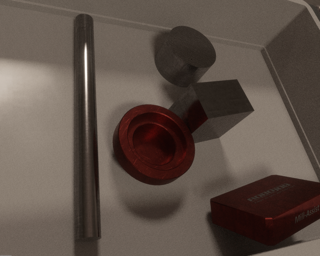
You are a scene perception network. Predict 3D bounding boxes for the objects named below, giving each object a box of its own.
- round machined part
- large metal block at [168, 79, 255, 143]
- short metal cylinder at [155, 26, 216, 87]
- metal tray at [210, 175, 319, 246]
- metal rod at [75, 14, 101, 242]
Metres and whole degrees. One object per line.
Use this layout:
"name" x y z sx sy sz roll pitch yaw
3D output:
"round machined part" -0.010 0.023 0.376 0.099 0.042 0.098 14 56 -21
"large metal block" 0.063 -0.020 0.418 0.081 0.080 0.050 -10 67 -33
"short metal cylinder" 0.039 -0.110 0.480 0.081 0.050 0.080 14 56 -21
"metal tray" 0.139 0.094 0.381 0.131 0.090 0.030 -11 98 -33
"metal rod" -0.089 -0.022 0.372 0.025 0.025 0.299 6 59 -25
